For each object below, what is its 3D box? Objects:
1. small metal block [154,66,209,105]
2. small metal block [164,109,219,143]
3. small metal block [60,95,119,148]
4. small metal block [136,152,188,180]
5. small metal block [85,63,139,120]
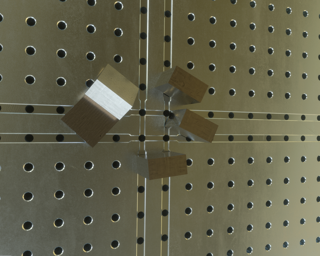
[{"bbox_3d":[0.027,-0.055,0.411,0.050,0.050,0.025,29,81,-18],"label":"small metal block"},{"bbox_3d":[0.041,-0.003,0.416,0.050,0.050,0.025,26,81,-19],"label":"small metal block"},{"bbox_3d":[-0.086,-0.011,0.382,0.050,0.025,0.050,45,76,-15],"label":"small metal block"},{"bbox_3d":[0.001,0.047,0.401,0.050,0.050,0.025,-6,92,-20],"label":"small metal block"},{"bbox_3d":[-0.056,-0.045,0.377,0.050,0.050,0.025,38,118,-16],"label":"small metal block"}]
